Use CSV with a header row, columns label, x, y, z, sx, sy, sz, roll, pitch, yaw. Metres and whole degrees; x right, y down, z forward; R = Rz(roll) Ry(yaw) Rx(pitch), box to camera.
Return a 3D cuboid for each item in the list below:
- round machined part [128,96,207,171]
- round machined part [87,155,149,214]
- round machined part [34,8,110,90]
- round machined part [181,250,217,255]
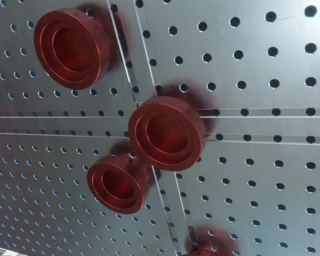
label,x,y,z,sx,sy,sz,roll,pitch,yaw
round machined part,0.012,0.004,0.395,0.098,0.042,0.097,13,124,20
round machined part,-0.060,0.083,0.482,0.098,0.042,0.097,13,124,20
round machined part,-0.105,-0.101,0.391,0.098,0.042,0.097,13,124,20
round machined part,0.072,0.242,0.511,0.098,0.042,0.097,13,124,20
